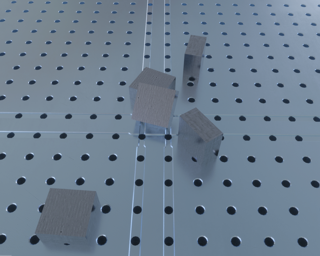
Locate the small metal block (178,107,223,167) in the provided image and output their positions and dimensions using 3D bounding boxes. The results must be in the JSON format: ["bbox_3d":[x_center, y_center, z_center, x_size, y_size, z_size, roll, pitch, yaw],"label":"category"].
[{"bbox_3d":[0.048,0.012,0.382,0.025,0.050,0.050,-28,56,-21],"label":"small metal block"}]

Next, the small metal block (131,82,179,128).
[{"bbox_3d":[-0.006,-0.031,0.415,0.050,0.050,0.025,14,7,11],"label":"small metal block"}]

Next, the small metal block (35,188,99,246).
[{"bbox_3d":[-0.096,0.093,0.328,0.050,0.025,0.050,4,50,2],"label":"small metal block"}]

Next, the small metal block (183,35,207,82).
[{"bbox_3d":[0.054,-0.108,0.483,0.025,0.050,0.050,11,51,9],"label":"small metal block"}]

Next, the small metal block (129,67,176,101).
[{"bbox_3d":[-0.011,-0.059,0.457,0.050,0.025,0.050,22,53,17],"label":"small metal block"}]
